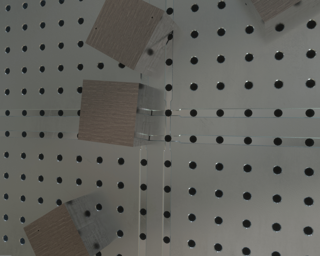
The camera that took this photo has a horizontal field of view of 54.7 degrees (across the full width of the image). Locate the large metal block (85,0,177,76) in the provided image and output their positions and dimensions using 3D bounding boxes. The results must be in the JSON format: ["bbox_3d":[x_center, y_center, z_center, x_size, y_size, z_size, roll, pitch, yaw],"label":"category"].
[{"bbox_3d":[-0.038,-0.126,0.412,0.080,0.050,0.080,32,100,17],"label":"large metal block"}]

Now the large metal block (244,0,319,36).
[{"bbox_3d":[0.136,-0.167,0.351,0.080,0.050,0.080,-30,81,17],"label":"large metal block"}]

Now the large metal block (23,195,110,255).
[{"bbox_3d":[-0.134,0.155,0.445,0.080,0.050,0.080,-33,80,17],"label":"large metal block"}]

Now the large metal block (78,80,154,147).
[{"bbox_3d":[-0.059,-0.020,0.419,0.080,0.050,0.079,6,92,19],"label":"large metal block"}]
